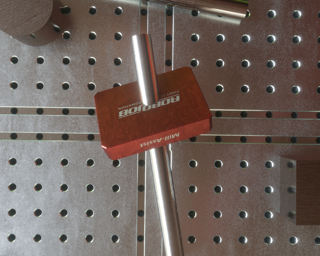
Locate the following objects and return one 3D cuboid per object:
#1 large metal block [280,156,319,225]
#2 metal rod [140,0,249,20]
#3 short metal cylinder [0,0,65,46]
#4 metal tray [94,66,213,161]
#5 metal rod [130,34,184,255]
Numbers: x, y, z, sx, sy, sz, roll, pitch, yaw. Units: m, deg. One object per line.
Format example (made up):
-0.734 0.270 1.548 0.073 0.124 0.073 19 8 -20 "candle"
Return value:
0.207 0.079 0.404 0.081 0.050 0.079 0 90 -1 "large metal block"
-0.034 -0.185 0.412 0.302 0.025 0.025 11 90 -1 "metal rod"
-0.170 -0.151 0.399 0.081 0.050 0.079 0 90 -1 "short metal cylinder"
-0.011 -0.021 0.387 0.131 0.030 0.090 -17 54 -1 "metal tray"
-0.001 0.035 0.394 0.025 0.025 0.298 -9 98 0 "metal rod"
